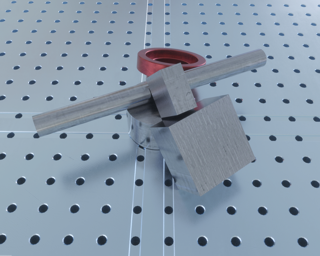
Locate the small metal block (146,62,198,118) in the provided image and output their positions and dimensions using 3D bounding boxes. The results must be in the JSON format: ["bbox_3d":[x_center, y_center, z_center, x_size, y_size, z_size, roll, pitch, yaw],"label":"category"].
[{"bbox_3d":[0.012,-0.040,0.346,0.025,0.050,0.050,-23,96,-19],"label":"small metal block"}]

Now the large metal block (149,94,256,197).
[{"bbox_3d":[0.048,0.017,0.348,0.081,0.050,0.080,-29,100,-22],"label":"large metal block"}]

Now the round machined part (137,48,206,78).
[{"bbox_3d":[0.015,-0.084,0.452,0.099,0.042,0.098,5,28,-2],"label":"round machined part"}]

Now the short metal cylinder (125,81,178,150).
[{"bbox_3d":[-0.003,-0.018,0.406,0.081,0.050,0.080,0,50,0],"label":"short metal cylinder"}]

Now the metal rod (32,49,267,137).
[{"bbox_3d":[0.001,-0.049,0.383,0.302,0.025,0.025,-19,53,-16],"label":"metal rod"}]
